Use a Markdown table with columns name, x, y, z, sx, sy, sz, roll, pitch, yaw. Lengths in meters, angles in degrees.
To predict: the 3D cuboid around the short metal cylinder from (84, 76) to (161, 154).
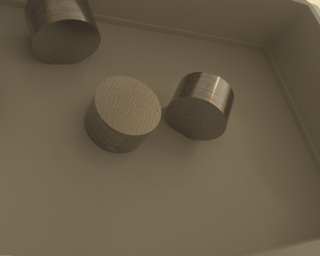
| name | x | y | z | sx | sy | sz | roll | pitch | yaw |
| --- | --- | --- | --- | --- | --- | --- | --- | --- | --- |
| short metal cylinder | -0.046 | -0.016 | 0.374 | 0.081 | 0.050 | 0.080 | 14 | 56 | -21 |

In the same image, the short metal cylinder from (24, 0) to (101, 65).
| name | x | y | z | sx | sy | sz | roll | pitch | yaw |
| --- | --- | --- | --- | --- | --- | --- | --- | --- | --- |
| short metal cylinder | -0.119 | -0.123 | 0.381 | 0.081 | 0.080 | 0.050 | -8 | 66 | -32 |

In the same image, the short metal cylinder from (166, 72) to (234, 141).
| name | x | y | z | sx | sy | sz | roll | pitch | yaw |
| --- | --- | --- | --- | --- | --- | --- | --- | --- | --- |
| short metal cylinder | 0.055 | -0.028 | 0.417 | 0.080 | 0.080 | 0.050 | 31 | 52 | -9 |
